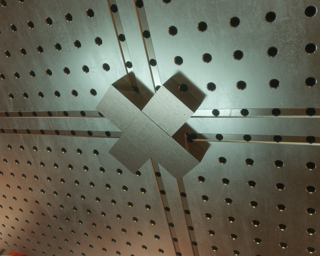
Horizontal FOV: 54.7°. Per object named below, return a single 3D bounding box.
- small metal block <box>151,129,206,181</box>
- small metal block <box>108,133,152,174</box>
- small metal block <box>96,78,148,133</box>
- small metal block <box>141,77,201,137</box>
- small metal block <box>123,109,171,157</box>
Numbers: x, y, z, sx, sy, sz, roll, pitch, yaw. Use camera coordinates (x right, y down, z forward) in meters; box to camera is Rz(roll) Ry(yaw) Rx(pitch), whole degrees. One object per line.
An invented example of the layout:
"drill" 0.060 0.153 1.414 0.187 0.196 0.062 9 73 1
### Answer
"small metal block" 0.025 0.036 0.419 0.050 0.025 0.050 42 129 -1
"small metal block" -0.039 0.032 0.450 0.050 0.025 0.050 41 129 -1
"small metal block" -0.051 -0.030 0.418 0.050 0.025 0.050 42 129 -1
"small metal block" 0.014 -0.025 0.387 0.050 0.025 0.050 41 129 -1
"small metal block" -0.013 0.003 0.417 0.050 0.025 0.050 41 129 -1
